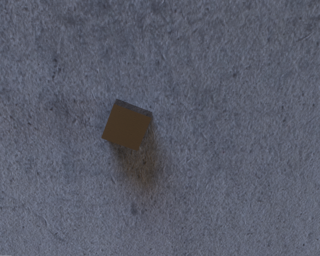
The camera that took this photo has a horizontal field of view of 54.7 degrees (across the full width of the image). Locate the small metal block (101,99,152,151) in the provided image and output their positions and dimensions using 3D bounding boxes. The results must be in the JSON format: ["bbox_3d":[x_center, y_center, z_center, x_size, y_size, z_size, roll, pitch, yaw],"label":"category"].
[{"bbox_3d":[-0.043,-0.004,0.408,0.050,0.025,0.050,21,109,-8],"label":"small metal block"}]
